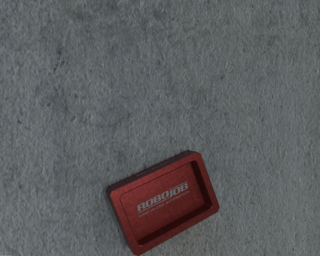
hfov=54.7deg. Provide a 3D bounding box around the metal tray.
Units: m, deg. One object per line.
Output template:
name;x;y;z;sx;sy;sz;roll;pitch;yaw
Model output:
metal tray;0.006;0.095;0.409;0.131;0.030;0.090;-23;98;-19
